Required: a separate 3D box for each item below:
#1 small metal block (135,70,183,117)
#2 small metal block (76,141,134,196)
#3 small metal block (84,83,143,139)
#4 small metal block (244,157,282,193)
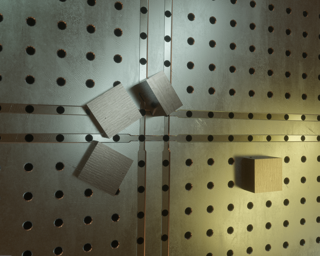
[{"bbox_3d":[-0.002,-0.043,0.399,0.025,0.050,0.050,-35,102,-17],"label":"small metal block"},{"bbox_3d":[-0.069,0.050,0.388,0.050,0.025,0.050,32,80,-18],"label":"small metal block"},{"bbox_3d":[-0.059,-0.021,0.392,0.050,0.025,0.050,-35,102,-17],"label":"small metal block"},{"bbox_3d":[0.158,0.070,0.473,0.050,0.025,0.050,0,90,-21],"label":"small metal block"}]
